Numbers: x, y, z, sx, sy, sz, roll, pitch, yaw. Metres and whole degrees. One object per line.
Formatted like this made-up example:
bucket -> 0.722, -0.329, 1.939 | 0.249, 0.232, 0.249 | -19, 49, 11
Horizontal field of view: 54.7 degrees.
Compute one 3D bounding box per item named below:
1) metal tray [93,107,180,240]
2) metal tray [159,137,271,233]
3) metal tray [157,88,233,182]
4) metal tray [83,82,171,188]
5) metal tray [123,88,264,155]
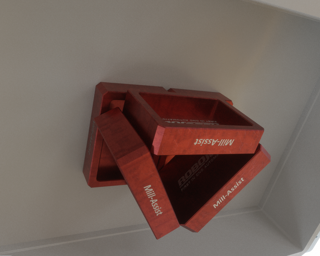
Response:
metal tray -> -0.025, 0.051, 0.343 | 0.030, 0.090, 0.129 | -28, 128, -10
metal tray -> 0.060, 0.053, 0.390 | 0.130, 0.090, 0.030 | -46, 129, 4
metal tray -> 0.040, 0.013, 0.433 | 0.091, 0.030, 0.129 | 1, 117, -29
metal tray -> -0.041, 0.011, 0.389 | 0.091, 0.030, 0.129 | 1, 117, -28
metal tray -> 0.035, -0.008, 0.339 | 0.131, 0.090, 0.030 | 2, 118, -29
